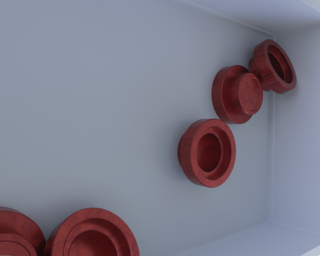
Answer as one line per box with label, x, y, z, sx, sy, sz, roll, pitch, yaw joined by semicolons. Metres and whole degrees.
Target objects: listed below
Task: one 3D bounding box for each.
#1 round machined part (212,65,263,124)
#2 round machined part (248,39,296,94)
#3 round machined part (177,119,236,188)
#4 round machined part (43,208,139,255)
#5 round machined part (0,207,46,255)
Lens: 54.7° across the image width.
round machined part;0.133;-0.055;0.510;0.099;0.042;0.097;0;90;-40
round machined part;0.195;-0.104;0.549;0.099;0.042;0.098;20;57;-34
round machined part;0.064;0.035;0.452;0.099;0.042;0.097;0;90;-40
round machined part;-0.072;0.136;0.318;0.098;0.042;0.098;28;41;-27
round machined part;-0.148;0.122;0.272;0.099;0.042;0.097;0;90;-40
